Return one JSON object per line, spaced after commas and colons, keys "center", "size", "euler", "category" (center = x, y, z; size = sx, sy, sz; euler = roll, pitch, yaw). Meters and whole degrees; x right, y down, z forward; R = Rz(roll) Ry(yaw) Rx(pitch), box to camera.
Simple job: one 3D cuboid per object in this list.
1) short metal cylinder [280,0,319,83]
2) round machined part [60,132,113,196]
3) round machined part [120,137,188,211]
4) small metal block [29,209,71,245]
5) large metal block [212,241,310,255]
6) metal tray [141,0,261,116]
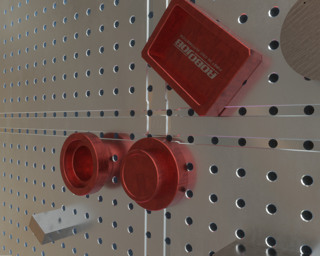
{"center": [0.153, -0.078, 0.267], "size": [0.080, 0.050, 0.080], "euler": [0, 90, 40], "category": "short metal cylinder"}
{"center": [-0.113, 0.055, 0.492], "size": [0.098, 0.042, 0.097], "euler": [0, 90, 40], "category": "round machined part"}
{"center": [-0.015, 0.061, 0.411], "size": [0.098, 0.042, 0.097], "euler": [0, 90, 40], "category": "round machined part"}
{"center": [-0.198, 0.177, 0.557], "size": [0.050, 0.050, 0.025], "euler": [35, 112, 34], "category": "small metal block"}
{"center": [0.102, 0.167, 0.309], "size": [0.080, 0.050, 0.080], "euler": [-4, 87, 40], "category": "large metal block"}
{"center": [0.042, -0.086, 0.370], "size": [0.130, 0.030, 0.089], "euler": [49, 119, 28], "category": "metal tray"}
